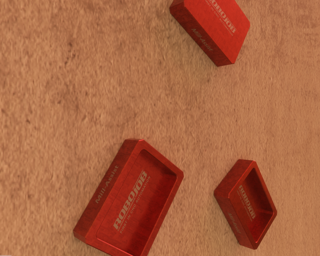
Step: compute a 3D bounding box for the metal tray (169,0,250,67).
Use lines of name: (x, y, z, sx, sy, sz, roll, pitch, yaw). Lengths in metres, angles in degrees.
metal tray: (0.081, -0.168, 0.472, 0.130, 0.030, 0.090, 39, 66, -33)

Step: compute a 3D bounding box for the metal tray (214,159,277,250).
metal tray: (0.150, 0.130, 0.530, 0.090, 0.030, 0.130, -43, 116, -32)

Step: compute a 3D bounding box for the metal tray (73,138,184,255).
metal tray: (-0.032, 0.089, 0.376, 0.090, 0.030, 0.130, 42, 64, -32)
